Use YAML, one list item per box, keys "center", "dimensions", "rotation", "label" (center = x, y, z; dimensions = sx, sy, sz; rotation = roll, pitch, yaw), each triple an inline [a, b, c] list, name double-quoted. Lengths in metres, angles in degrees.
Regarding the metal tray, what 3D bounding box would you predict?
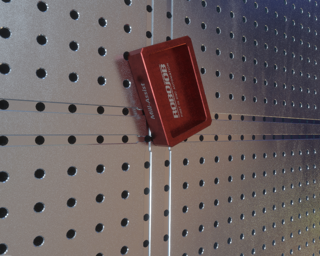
- center: [0.017, -0.050, 0.418]
  dimensions: [0.091, 0.030, 0.129]
  rotation: [-27, 107, -37]
  label: "metal tray"
